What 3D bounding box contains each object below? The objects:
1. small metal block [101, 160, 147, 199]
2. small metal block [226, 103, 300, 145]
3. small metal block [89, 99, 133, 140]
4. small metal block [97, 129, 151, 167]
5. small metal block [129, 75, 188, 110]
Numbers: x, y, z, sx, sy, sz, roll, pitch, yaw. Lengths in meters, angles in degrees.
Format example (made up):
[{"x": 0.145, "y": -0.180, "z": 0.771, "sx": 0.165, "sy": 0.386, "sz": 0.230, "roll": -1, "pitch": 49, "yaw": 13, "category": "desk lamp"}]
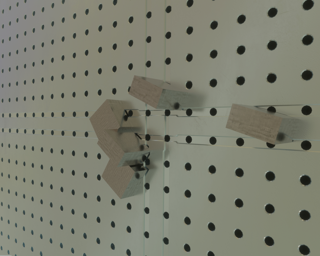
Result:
[{"x": -0.053, "y": 0.066, "z": 0.451, "sx": 0.050, "sy": 0.025, "sz": 0.050, "roll": 41, "pitch": 115, "yaw": 32, "category": "small metal block"}, {"x": 0.102, "y": -0.005, "z": 0.308, "sx": 0.050, "sy": 0.050, "sz": 0.025, "roll": 22, "pitch": 104, "yaw": 37, "category": "small metal block"}, {"x": -0.075, "y": -0.008, "z": 0.469, "sx": 0.050, "sy": 0.025, "sz": 0.050, "roll": -42, "pitch": 65, "yaw": 31, "category": "small metal block"}, {"x": -0.050, "y": 0.026, "z": 0.432, "sx": 0.050, "sy": 0.050, "sz": 0.025, "roll": 44, "pitch": 117, "yaw": 30, "category": "small metal block"}, {"x": -0.002, "y": -0.044, "z": 0.393, "sx": 0.050, "sy": 0.050, "sz": 0.025, "roll": 30, "pitch": 109, "yaw": 35, "category": "small metal block"}]
